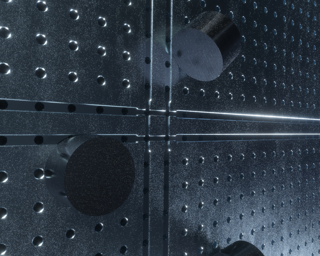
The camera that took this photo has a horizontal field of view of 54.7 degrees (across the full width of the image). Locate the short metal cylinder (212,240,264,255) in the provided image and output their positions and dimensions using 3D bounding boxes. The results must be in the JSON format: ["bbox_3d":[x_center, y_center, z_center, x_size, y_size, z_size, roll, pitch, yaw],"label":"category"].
[{"bbox_3d":[0.122,0.222,0.475,0.050,0.080,0.079,-10,97,-40],"label":"short metal cylinder"}]

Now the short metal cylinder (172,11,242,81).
[{"bbox_3d":[0.063,-0.112,0.426,0.050,0.080,0.080,-46,118,-30],"label":"short metal cylinder"}]

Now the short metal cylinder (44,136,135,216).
[{"bbox_3d":[-0.074,0.048,0.331,0.081,0.050,0.079,0,90,-40],"label":"short metal cylinder"}]
